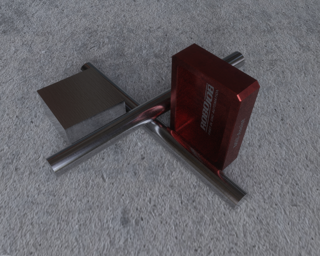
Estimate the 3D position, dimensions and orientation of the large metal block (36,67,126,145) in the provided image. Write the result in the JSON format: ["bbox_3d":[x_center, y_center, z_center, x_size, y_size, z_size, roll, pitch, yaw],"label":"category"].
[{"bbox_3d":[-0.100,-0.025,0.407,0.081,0.050,0.080,-30,56,-23],"label":"large metal block"}]

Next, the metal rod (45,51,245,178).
[{"bbox_3d":[-0.001,-0.029,0.396,0.302,0.025,0.025,-32,57,-25],"label":"metal rod"}]

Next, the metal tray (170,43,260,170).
[{"bbox_3d":[0.054,-0.019,0.352,0.030,0.129,0.090,-36,59,-25],"label":"metal tray"}]

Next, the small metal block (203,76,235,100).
[{"bbox_3d":[0.083,-0.054,0.451,0.050,0.025,0.050,-29,56,-22],"label":"small metal block"}]

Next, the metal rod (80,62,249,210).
[{"bbox_3d":[-0.012,-0.005,0.409,0.025,0.025,0.300,-35,58,-26],"label":"metal rod"}]
